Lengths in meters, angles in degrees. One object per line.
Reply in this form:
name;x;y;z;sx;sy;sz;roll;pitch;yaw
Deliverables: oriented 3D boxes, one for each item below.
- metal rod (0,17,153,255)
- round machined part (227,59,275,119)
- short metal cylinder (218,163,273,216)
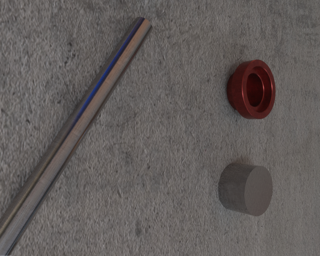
metal rod;-0.086;-0.006;0.333;0.025;0.025;0.300;42;64;-32
round machined part;0.150;-0.063;0.523;0.099;0.042;0.097;0;90;-40
short metal cylinder;0.142;0.100;0.511;0.081;0.050;0.079;0;90;-40
